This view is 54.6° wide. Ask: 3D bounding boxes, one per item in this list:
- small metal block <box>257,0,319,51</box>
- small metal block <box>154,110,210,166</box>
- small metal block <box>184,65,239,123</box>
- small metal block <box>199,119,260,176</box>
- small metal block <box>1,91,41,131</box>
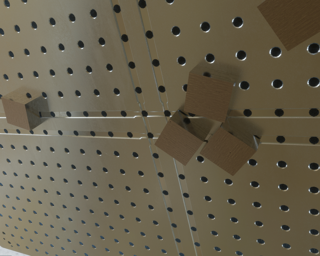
[{"bbox_3d":[0.125,-0.107,0.279,0.050,0.025,0.050,-32,101,38],"label":"small metal block"},{"bbox_3d":[0.028,0.014,0.405,0.050,0.025,0.050,34,129,5],"label":"small metal block"},{"bbox_3d":[0.058,-0.039,0.357,0.050,0.025,0.050,18,126,18],"label":"small metal block"},{"bbox_3d":[0.085,0.023,0.381,0.050,0.025,0.050,34,129,5],"label":"small metal block"},{"bbox_3d":[-0.231,-0.029,0.516,0.050,0.025,0.050,16,125,19],"label":"small metal block"}]
